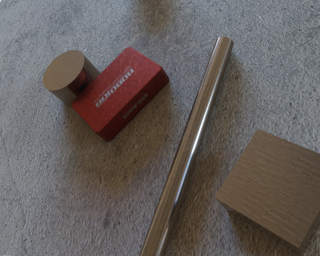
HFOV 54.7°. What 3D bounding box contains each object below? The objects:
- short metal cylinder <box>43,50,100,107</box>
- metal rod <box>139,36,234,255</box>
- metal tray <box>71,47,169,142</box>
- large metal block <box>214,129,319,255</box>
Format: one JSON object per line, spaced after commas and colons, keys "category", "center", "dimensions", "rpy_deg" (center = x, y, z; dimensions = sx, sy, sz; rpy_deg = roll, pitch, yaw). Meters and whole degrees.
{"category": "short metal cylinder", "center": [-0.143, -0.081, 0.510], "dimensions": [0.080, 0.050, 0.080], "rpy_deg": [-13, 56, 20]}
{"category": "metal rod", "center": [0.039, 0.013, 0.374], "dimensions": [0.025, 0.025, 0.300], "rpy_deg": [8, 65, 31]}
{"category": "metal tray", "center": [-0.061, -0.054, 0.464], "dimensions": [0.130, 0.030, 0.090], "rpy_deg": [-46, 52, -5]}
{"category": "large metal block", "center": [0.113, 0.059, 0.292], "dimensions": [0.080, 0.050, 0.080], "rpy_deg": [27, 76, 37]}
